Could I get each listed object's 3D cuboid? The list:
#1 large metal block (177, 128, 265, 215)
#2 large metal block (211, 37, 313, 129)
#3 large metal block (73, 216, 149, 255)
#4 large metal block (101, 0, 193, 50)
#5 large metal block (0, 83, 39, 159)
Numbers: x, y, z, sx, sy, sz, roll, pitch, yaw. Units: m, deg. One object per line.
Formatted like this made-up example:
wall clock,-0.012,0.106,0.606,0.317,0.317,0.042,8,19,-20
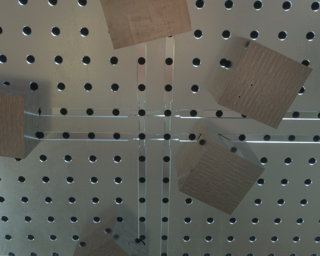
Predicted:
large metal block,0.079,0.059,0.423,0.080,0.050,0.080,27,108,-10
large metal block,0.121,-0.056,0.381,0.080,0.050,0.079,22,108,-9
large metal block,-0.074,0.197,0.472,0.080,0.050,0.080,-36,107,12
large metal block,-0.013,-0.124,0.338,0.080,0.080,0.050,-13,110,4
large metal block,-0.203,-0.012,0.393,0.081,0.050,0.079,7,110,-3
